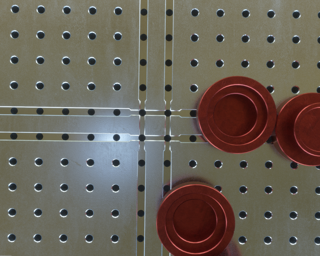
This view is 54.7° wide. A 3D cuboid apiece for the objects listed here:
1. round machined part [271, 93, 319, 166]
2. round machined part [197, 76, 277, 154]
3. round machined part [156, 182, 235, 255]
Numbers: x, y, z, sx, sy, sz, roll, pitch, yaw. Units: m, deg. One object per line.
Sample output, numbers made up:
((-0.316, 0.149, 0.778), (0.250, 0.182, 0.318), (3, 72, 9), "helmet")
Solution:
((0.202, 0.002, 0.408), (0.099, 0.042, 0.097), (0, 90, -1), "round machined part")
((0.097, -0.017, 0.406), (0.099, 0.042, 0.097), (0, 90, -1), "round machined part")
((0.045, 0.119, 0.406), (0.099, 0.042, 0.097), (0, 90, -1), "round machined part")
